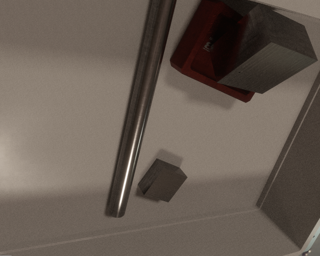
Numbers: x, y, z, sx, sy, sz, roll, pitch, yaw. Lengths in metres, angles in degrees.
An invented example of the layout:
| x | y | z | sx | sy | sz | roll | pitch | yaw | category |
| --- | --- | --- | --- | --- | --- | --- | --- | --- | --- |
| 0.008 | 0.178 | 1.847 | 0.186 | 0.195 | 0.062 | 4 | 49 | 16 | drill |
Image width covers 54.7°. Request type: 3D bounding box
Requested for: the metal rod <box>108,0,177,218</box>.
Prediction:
| x | y | z | sx | sy | sz | roll | pitch | yaw | category |
| --- | --- | --- | --- | --- | --- | --- | --- | --- | --- |
| -0.029 | -0.009 | 0.388 | 0.025 | 0.025 | 0.298 | 0 | 118 | -29 | metal rod |

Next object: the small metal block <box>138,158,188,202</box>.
| x | y | z | sx | sy | sz | roll | pitch | yaw | category |
| --- | --- | --- | --- | --- | --- | --- | --- | --- | --- |
| 0.004 | 0.079 | 0.462 | 0.050 | 0.025 | 0.050 | 27 | 103 | -38 | small metal block |

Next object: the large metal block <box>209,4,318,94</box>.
| x | y | z | sx | sy | sz | roll | pitch | yaw | category |
| --- | --- | --- | --- | --- | --- | --- | --- | --- | --- |
| 0.118 | -0.087 | 0.363 | 0.081 | 0.050 | 0.080 | 7 | 153 | -32 | large metal block |

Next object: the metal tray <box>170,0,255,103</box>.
| x | y | z | sx | sy | sz | roll | pitch | yaw | category |
| --- | --- | --- | --- | --- | --- | --- | --- | --- | --- |
| 0.088 | -0.094 | 0.397 | 0.131 | 0.030 | 0.089 | 17 | 109 | -35 | metal tray |
